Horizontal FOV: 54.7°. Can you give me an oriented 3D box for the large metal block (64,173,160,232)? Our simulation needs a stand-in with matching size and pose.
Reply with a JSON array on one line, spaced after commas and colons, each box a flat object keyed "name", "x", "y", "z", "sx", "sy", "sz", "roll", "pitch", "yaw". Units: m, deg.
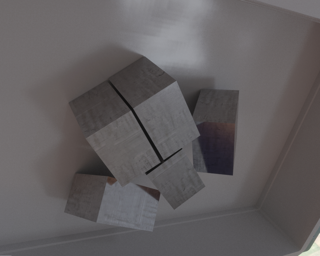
[{"name": "large metal block", "x": -0.059, "y": 0.092, "z": 0.389, "sx": 0.080, "sy": 0.080, "sz": 0.050, "roll": 24, "pitch": 71, "yaw": -37}]

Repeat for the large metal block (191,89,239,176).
[{"name": "large metal block", "x": 0.075, "y": 0.003, "z": 0.408, "sx": 0.050, "sy": 0.080, "sz": 0.079, "roll": 4, "pitch": 126, "yaw": 15}]

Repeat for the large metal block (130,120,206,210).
[{"name": "large metal block", "x": 0.005, "y": 0.045, "z": 0.403, "sx": 0.050, "sy": 0.080, "sz": 0.080, "roll": -36, "pitch": 130, "yaw": -5}]

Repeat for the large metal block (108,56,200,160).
[{"name": "large metal block", "x": -0.007, "y": -0.024, "z": 0.354, "sx": 0.050, "sy": 0.080, "sz": 0.080, "roll": -34, "pitch": 129, "yaw": -7}]

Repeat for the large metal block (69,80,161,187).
[{"name": "large metal block", "x": -0.051, "y": 0.005, "z": 0.348, "sx": 0.050, "sy": 0.080, "sz": 0.080, "roll": -33, "pitch": 129, "yaw": -7}]
